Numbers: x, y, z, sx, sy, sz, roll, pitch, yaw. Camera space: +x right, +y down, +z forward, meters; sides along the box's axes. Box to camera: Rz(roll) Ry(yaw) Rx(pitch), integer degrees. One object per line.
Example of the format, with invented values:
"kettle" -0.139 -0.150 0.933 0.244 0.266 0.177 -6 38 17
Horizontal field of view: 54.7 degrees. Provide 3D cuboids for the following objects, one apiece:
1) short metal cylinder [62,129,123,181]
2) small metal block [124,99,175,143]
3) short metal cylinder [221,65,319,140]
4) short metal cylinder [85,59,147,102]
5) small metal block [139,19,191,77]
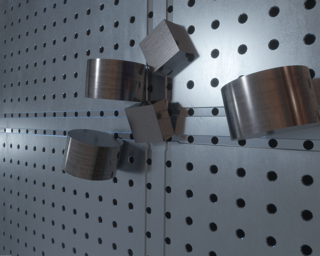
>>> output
"short metal cylinder" -0.099 0.037 0.455 0.080 0.081 0.050 23 105 37
"small metal block" -0.014 -0.008 0.411 0.050 0.025 0.050 -5 107 39
"short metal cylinder" 0.102 -0.020 0.289 0.080 0.081 0.050 -16 80 39
"short metal cylinder" -0.060 -0.063 0.423 0.080 0.081 0.050 8 96 39
"small metal block" 0.006 -0.104 0.405 0.050 0.025 0.050 -36 68 34
